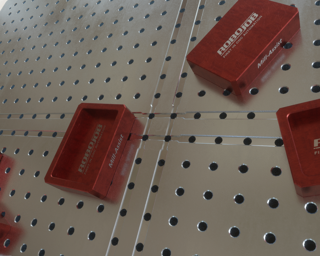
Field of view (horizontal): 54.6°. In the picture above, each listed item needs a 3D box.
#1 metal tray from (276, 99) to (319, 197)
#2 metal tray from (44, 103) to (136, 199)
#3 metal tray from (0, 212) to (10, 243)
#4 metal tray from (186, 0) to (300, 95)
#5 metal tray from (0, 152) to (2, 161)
[{"bbox_3d":[0.190,0.010,0.299,0.130,0.030,0.090,-14,56,20],"label":"metal tray"},{"bbox_3d":[-0.098,0.027,0.440,0.090,0.030,0.130,5,64,30],"label":"metal tray"},{"bbox_3d":[-0.290,0.173,0.453,0.090,0.030,0.130,27,77,37],"label":"metal tray"},{"bbox_3d":[0.111,-0.116,0.419,0.130,0.030,0.090,-48,51,-6],"label":"metal tray"},{"bbox_3d":[-0.345,0.080,0.538,0.130,0.030,0.090,-5,59,26],"label":"metal tray"}]
